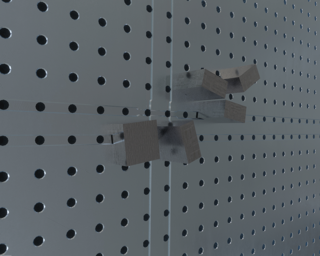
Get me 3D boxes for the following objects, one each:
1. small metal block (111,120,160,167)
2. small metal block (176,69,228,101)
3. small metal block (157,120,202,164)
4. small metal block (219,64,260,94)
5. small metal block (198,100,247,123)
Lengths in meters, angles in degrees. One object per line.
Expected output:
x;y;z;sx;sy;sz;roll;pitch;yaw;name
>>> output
-0.029;0.017;0.384;0.050;0.025;0.050;-9;96;-40;small metal block
0.059;-0.060;0.441;0.050;0.050;0.025;19;78;-38;small metal block
0.023;0.018;0.411;0.025;0.050;0.050;-23;105;-38;small metal block
0.122;-0.077;0.493;0.050;0.050;0.025;-37;113;-33;small metal block
0.094;-0.024;0.470;0.050;0.050;0.025;11;83;-39;small metal block
